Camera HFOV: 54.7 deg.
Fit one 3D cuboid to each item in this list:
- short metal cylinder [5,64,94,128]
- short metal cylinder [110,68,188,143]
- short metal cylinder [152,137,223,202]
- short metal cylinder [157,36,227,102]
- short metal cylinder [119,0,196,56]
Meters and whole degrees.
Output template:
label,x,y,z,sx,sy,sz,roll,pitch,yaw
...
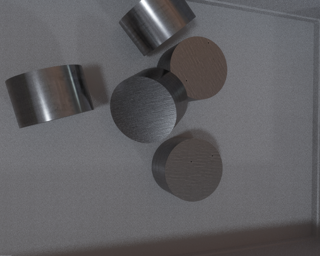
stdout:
label,x,y,z,sx,sy,sz,roll,pitch,yaw
short metal cylinder,-0.118,-0.034,0.338,0.081,0.080,0.050,-17,96,-20
short metal cylinder,-0.012,-0.028,0.371,0.080,0.050,0.079,7,114,17
short metal cylinder,0.035,0.052,0.412,0.081,0.050,0.079,0,90,-21
short metal cylinder,0.042,-0.076,0.414,0.081,0.050,0.079,0,90,-21
short metal cylinder,-0.003,-0.133,0.381,0.080,0.080,0.050,-42,104,-15
